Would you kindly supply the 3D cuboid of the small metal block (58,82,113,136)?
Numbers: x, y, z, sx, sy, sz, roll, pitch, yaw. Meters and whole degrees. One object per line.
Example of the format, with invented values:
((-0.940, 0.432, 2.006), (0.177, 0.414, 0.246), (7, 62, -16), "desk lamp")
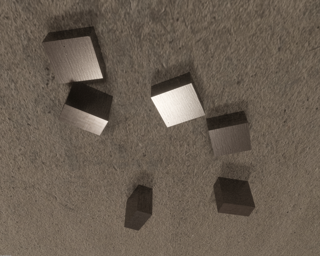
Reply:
((-0.087, -0.025, 0.369), (0.050, 0.050, 0.025), (23, 126, -19), "small metal block")

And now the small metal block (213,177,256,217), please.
((0.115, 0.107, 0.484), (0.050, 0.050, 0.025), (10, 129, -9), "small metal block")

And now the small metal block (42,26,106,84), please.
((-0.092, -0.079, 0.338), (0.050, 0.025, 0.050), (-7, 130, 5), "small metal block")

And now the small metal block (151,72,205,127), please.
((0.022, -0.034, 0.379), (0.050, 0.025, 0.050), (-18, 128, 14), "small metal block")

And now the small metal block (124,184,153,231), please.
((-0.034, 0.128, 0.500), (0.025, 0.050, 0.050), (21, 127, -17), "small metal block")

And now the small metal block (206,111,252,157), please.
((0.093, 0.008, 0.416), (0.050, 0.025, 0.050), (-12, 129, 9), "small metal block")
